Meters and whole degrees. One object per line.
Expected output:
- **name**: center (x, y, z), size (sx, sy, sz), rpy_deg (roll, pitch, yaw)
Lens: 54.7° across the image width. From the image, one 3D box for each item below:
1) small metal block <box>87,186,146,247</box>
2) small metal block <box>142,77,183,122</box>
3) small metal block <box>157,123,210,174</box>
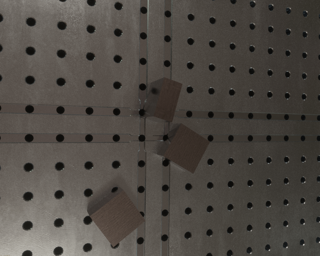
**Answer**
- **small metal block**: center (-0.055, 0.112, 0.393), size (0.050, 0.025, 0.050), rpy_deg (-36, 102, -17)
- **small metal block**: center (0.001, -0.035, 0.401), size (0.025, 0.050, 0.050), rpy_deg (17, 84, -20)
- **small metal block**: center (0.032, 0.028, 0.426), size (0.050, 0.025, 0.050), rpy_deg (32, 79, -18)
